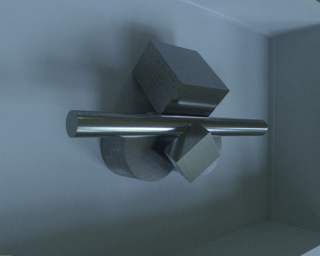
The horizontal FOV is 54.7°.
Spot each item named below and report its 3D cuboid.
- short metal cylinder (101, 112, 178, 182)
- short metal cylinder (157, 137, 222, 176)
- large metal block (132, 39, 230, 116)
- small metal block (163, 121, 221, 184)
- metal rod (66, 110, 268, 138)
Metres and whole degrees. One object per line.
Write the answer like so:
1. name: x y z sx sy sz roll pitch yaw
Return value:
1. short metal cylinder: -0.023 0.021 0.372 0.081 0.050 0.079 0 90 -40
2. short metal cylinder: 0.039 0.023 0.424 0.081 0.050 0.079 0 90 -40
3. large metal block: 0.025 -0.058 0.384 0.081 0.050 0.080 1 46 -40
4. small metal block: 0.038 0.029 0.360 0.050 0.025 0.050 -42 137 -9
5. metal rod: 0.037 -0.002 0.373 0.302 0.025 0.025 1 90 -40
